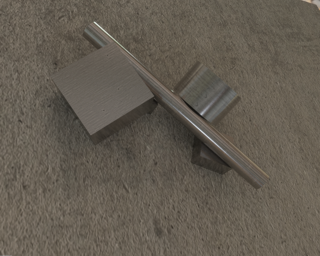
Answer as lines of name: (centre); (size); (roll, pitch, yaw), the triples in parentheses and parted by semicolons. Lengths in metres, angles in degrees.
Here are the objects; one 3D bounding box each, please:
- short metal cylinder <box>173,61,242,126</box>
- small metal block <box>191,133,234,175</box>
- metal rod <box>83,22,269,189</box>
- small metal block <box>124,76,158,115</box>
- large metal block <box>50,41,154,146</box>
short metal cylinder: (0.065, -0.048, 0.430); (0.080, 0.050, 0.080); (40, 11, -9)
small metal block: (0.073, 0.031, 0.428); (0.050, 0.025, 0.050); (22, 53, -15)
metal rod: (0.021, -0.029, 0.404); (0.300, 0.025, 0.025); (41, 51, 0)
small metal block: (-0.032, -0.050, 0.421); (0.050, 0.025, 0.050); (12, 57, -22)
large metal block: (-0.065, -0.039, 0.358); (0.080, 0.050, 0.080); (-33, 81, -15)
